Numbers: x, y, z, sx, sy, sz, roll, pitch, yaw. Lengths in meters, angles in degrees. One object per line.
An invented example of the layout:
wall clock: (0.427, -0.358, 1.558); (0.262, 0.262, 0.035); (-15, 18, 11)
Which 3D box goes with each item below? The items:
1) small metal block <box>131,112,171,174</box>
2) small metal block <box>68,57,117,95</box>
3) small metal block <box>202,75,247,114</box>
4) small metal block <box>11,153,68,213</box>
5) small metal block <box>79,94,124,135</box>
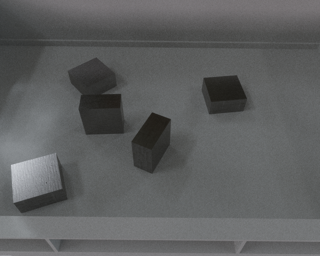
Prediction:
small metal block: (-0.009, 0.018, 0.373); (0.025, 0.050, 0.050); (21, 53, 16)
small metal block: (-0.102, -0.075, 0.466); (0.050, 0.025, 0.050); (-33, 58, -25)
small metal block: (0.091, -0.049, 0.447); (0.050, 0.025, 0.050); (-5, 50, -5)
small metal block: (-0.137, 0.062, 0.352); (0.050, 0.025, 0.050); (-15, 52, -13)
small metal block: (-0.074, -0.017, 0.402); (0.050, 0.050, 0.025); (-2, 50, -2)
